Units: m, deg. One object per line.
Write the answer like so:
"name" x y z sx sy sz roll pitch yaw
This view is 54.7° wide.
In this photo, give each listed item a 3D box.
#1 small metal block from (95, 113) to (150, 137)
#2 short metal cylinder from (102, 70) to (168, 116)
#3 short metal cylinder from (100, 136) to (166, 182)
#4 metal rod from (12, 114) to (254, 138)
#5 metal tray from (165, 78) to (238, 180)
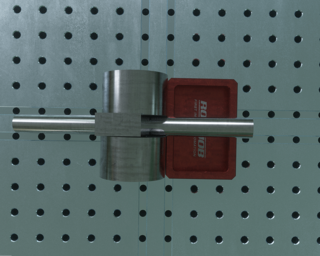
"small metal block" -0.041 -0.004 0.353 0.050 0.050 0.025 1 90 8
"short metal cylinder" -0.031 -0.040 0.384 0.081 0.080 0.050 1 90 0
"short metal cylinder" -0.033 0.035 0.385 0.081 0.080 0.050 1 90 0
"metal rod" -0.040 -0.003 0.390 0.301 0.025 0.025 1 90 8
"metal tray" 0.053 0.001 0.411 0.091 0.030 0.129 1 90 0
